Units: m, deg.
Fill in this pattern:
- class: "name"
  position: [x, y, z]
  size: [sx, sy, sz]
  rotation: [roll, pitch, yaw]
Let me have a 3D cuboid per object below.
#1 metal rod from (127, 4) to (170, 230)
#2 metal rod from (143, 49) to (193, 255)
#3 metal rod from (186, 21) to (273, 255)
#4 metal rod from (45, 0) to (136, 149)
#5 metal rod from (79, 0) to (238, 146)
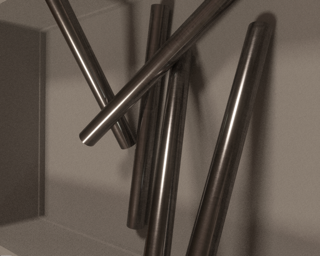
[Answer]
- class: "metal rod"
  position: [-0.017, -0.011, 0.418]
  size: [0.025, 0.025, 0.298]
  rotation: [11, 97, 39]
- class: "metal rod"
  position: [0.008, 0.041, 0.323]
  size: [0.025, 0.025, 0.299]
  rotation: [-13, 58, 39]
- class: "metal rod"
  position: [0.060, 0.035, 0.287]
  size: [0.025, 0.025, 0.299]
  rotation: [7, 72, 39]
- class: "metal rod"
  position: [-0.102, -0.104, 0.393]
  size: [0.025, 0.025, 0.299]
  rotation: [-6, 117, 39]
- class: "metal rod"
  position: [0.003, -0.078, 0.361]
  size: [0.299, 0.025, 0.025]
  rotation: [-42, 64, 23]
